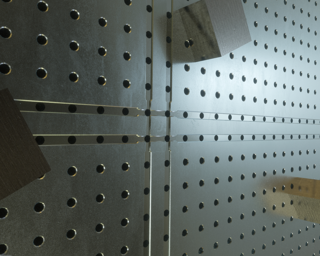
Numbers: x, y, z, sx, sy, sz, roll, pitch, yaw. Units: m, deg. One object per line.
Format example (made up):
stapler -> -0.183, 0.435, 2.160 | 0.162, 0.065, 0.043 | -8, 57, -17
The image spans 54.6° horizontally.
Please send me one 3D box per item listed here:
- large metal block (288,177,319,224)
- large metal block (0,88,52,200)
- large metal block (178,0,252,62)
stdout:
large metal block -> 0.328, 0.154, 0.646 | 0.050, 0.080, 0.080 | -46, 118, -30
large metal block -> -0.155, 0.020, 0.263 | 0.080, 0.050, 0.080 | -34, 111, -35
large metal block -> 0.084, -0.152, 0.461 | 0.081, 0.050, 0.080 | -33, 110, -35
